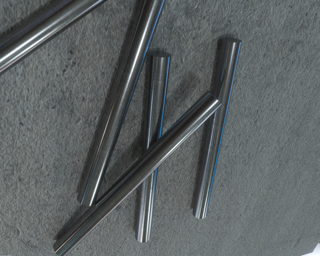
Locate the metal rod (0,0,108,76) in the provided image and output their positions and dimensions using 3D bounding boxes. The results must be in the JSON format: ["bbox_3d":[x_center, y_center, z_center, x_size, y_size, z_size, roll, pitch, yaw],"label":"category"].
[{"bbox_3d":[-0.143,-0.068,0.286,0.301,0.025,0.025,-37,129,-4],"label":"metal rod"}]

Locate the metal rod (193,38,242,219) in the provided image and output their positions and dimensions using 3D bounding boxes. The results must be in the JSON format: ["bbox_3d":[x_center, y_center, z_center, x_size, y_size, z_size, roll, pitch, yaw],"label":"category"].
[{"bbox_3d":[0.079,0.019,0.461,0.025,0.025,0.298,-10,123,-23],"label":"metal rod"}]

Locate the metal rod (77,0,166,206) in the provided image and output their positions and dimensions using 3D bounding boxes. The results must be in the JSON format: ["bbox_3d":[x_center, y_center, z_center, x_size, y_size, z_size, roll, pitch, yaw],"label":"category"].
[{"bbox_3d":[-0.046,-0.034,0.360,0.025,0.025,0.298,8,114,-32],"label":"metal rod"}]

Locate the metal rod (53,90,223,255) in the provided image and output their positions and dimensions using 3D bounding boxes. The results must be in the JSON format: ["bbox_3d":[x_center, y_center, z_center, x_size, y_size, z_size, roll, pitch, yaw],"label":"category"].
[{"bbox_3d":[-0.037,0.067,0.402,0.299,0.025,0.025,-45,130,13],"label":"metal rod"}]

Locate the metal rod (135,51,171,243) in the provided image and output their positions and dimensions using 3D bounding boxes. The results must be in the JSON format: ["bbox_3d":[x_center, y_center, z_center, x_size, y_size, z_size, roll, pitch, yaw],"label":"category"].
[{"bbox_3d":[-0.014,0.045,0.426,0.025,0.025,0.298,-8,122,-24],"label":"metal rod"}]
